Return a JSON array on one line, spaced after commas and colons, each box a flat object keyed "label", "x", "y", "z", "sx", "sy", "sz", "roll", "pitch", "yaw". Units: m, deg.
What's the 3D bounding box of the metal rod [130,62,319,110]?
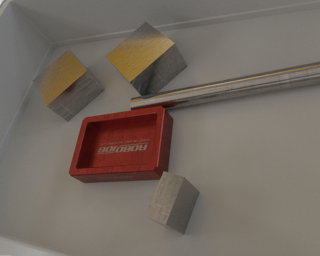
[{"label": "metal rod", "x": 0.100, "y": -0.051, "z": 0.383, "sx": 0.301, "sy": 0.025, "sz": 0.025, "roll": -8, "pitch": 58, "yaw": 23}]

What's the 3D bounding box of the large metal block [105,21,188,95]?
[{"label": "large metal block", "x": -0.021, "y": -0.099, "z": 0.460, "sx": 0.080, "sy": 0.050, "sz": 0.080, "roll": -41, "pitch": 51, "yaw": -1}]

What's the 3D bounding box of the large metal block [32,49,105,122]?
[{"label": "large metal block", "x": -0.151, "y": -0.071, "z": 0.510, "sx": 0.080, "sy": 0.050, "sz": 0.080, "roll": -41, "pitch": 51, "yaw": -1}]

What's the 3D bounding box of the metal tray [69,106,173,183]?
[{"label": "metal tray", "x": -0.051, "y": 0.024, "z": 0.413, "sx": 0.130, "sy": 0.030, "sz": 0.090, "roll": -7, "pitch": 59, "yaw": 24}]

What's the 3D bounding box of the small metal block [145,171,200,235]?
[{"label": "small metal block", "x": 0.015, "y": 0.081, "z": 0.331, "sx": 0.025, "sy": 0.050, "sz": 0.050, "roll": 11, "pitch": 67, "yaw": 32}]
